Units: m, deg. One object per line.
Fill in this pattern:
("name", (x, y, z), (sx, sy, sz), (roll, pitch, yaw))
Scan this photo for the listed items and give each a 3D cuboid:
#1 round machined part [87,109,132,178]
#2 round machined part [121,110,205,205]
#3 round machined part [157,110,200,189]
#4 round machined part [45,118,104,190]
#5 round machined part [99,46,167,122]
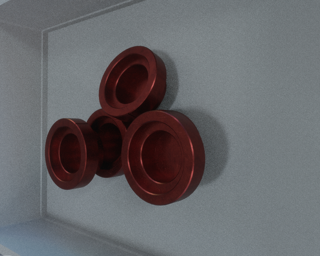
("round machined part", (-0.065, 0.021, 0.448), (0.098, 0.042, 0.097), (0, 90, 40))
("round machined part", (0.007, 0.030, 0.334), (0.098, 0.042, 0.097), (0, 90, 40))
("round machined part", (0.012, 0.027, 0.385), (0.098, 0.042, 0.097), (0, 90, 40))
("round machined part", (-0.117, 0.035, 0.436), (0.098, 0.042, 0.097), (0, 90, 40))
("round machined part", (-0.031, -0.054, 0.407), (0.098, 0.042, 0.098), (-15, 63, 33))
